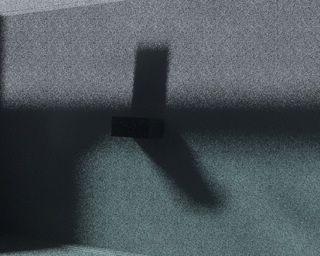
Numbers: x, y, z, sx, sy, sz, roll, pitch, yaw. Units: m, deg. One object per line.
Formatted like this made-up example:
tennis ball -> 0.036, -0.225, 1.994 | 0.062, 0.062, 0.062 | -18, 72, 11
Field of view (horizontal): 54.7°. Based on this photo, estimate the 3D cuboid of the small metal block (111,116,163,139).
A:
small metal block -> -0.028, -0.001, 0.403 | 0.050, 0.050, 0.025 | 3, 91, 19
